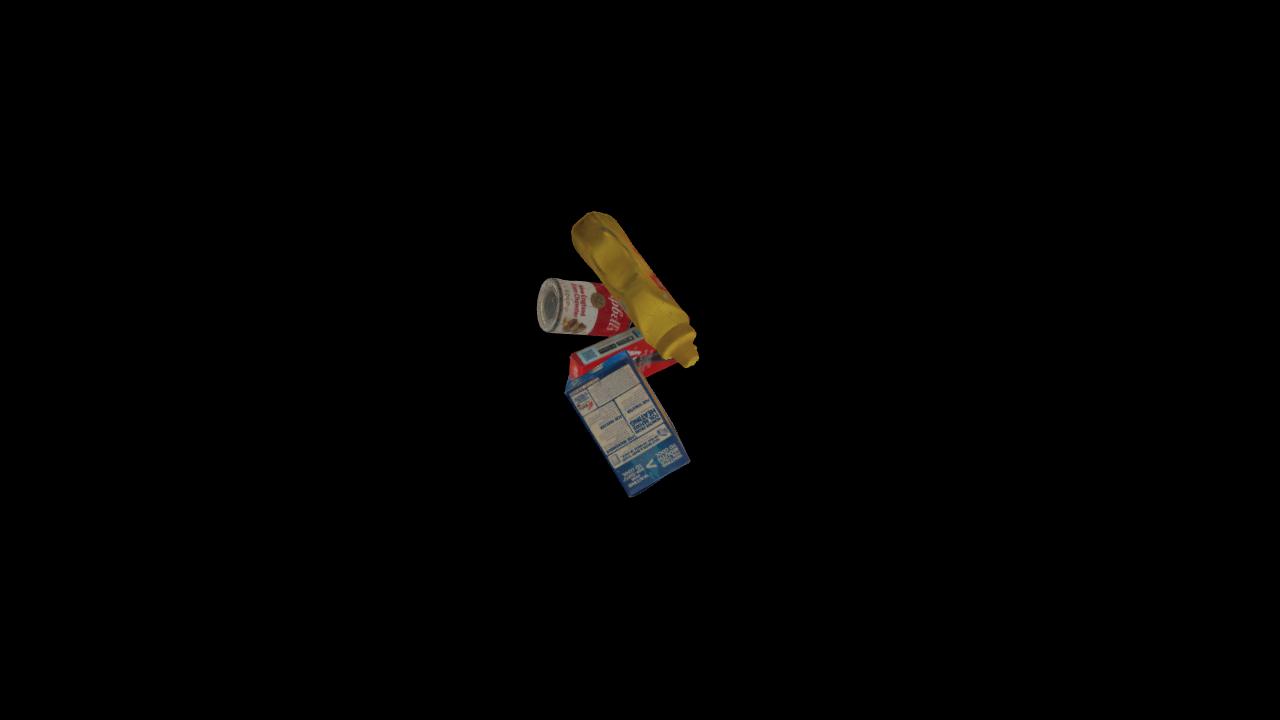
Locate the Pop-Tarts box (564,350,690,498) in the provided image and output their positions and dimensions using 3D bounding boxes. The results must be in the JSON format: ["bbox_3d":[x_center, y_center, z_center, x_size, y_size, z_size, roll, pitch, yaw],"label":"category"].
[{"bbox_3d":[-0.018,0.061,0.742,0.083,0.141,0.167,-31,10,2],"label":"Pop-Tarts box"}]

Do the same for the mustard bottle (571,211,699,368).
[{"bbox_3d":[0.002,-0.066,0.632,0.054,0.184,0.092,-36,-20,2],"label":"mustard bottle"}]

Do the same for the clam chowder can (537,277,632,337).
[{"bbox_3d":[-0.068,-0.064,0.759,0.102,0.068,0.068,2,-1,-32],"label":"clam chowder can"}]

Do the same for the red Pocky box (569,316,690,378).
[{"bbox_3d":[-0.012,-0.002,0.741,0.155,0.028,0.083,-25,-32,-24],"label":"red Pocky box"}]
